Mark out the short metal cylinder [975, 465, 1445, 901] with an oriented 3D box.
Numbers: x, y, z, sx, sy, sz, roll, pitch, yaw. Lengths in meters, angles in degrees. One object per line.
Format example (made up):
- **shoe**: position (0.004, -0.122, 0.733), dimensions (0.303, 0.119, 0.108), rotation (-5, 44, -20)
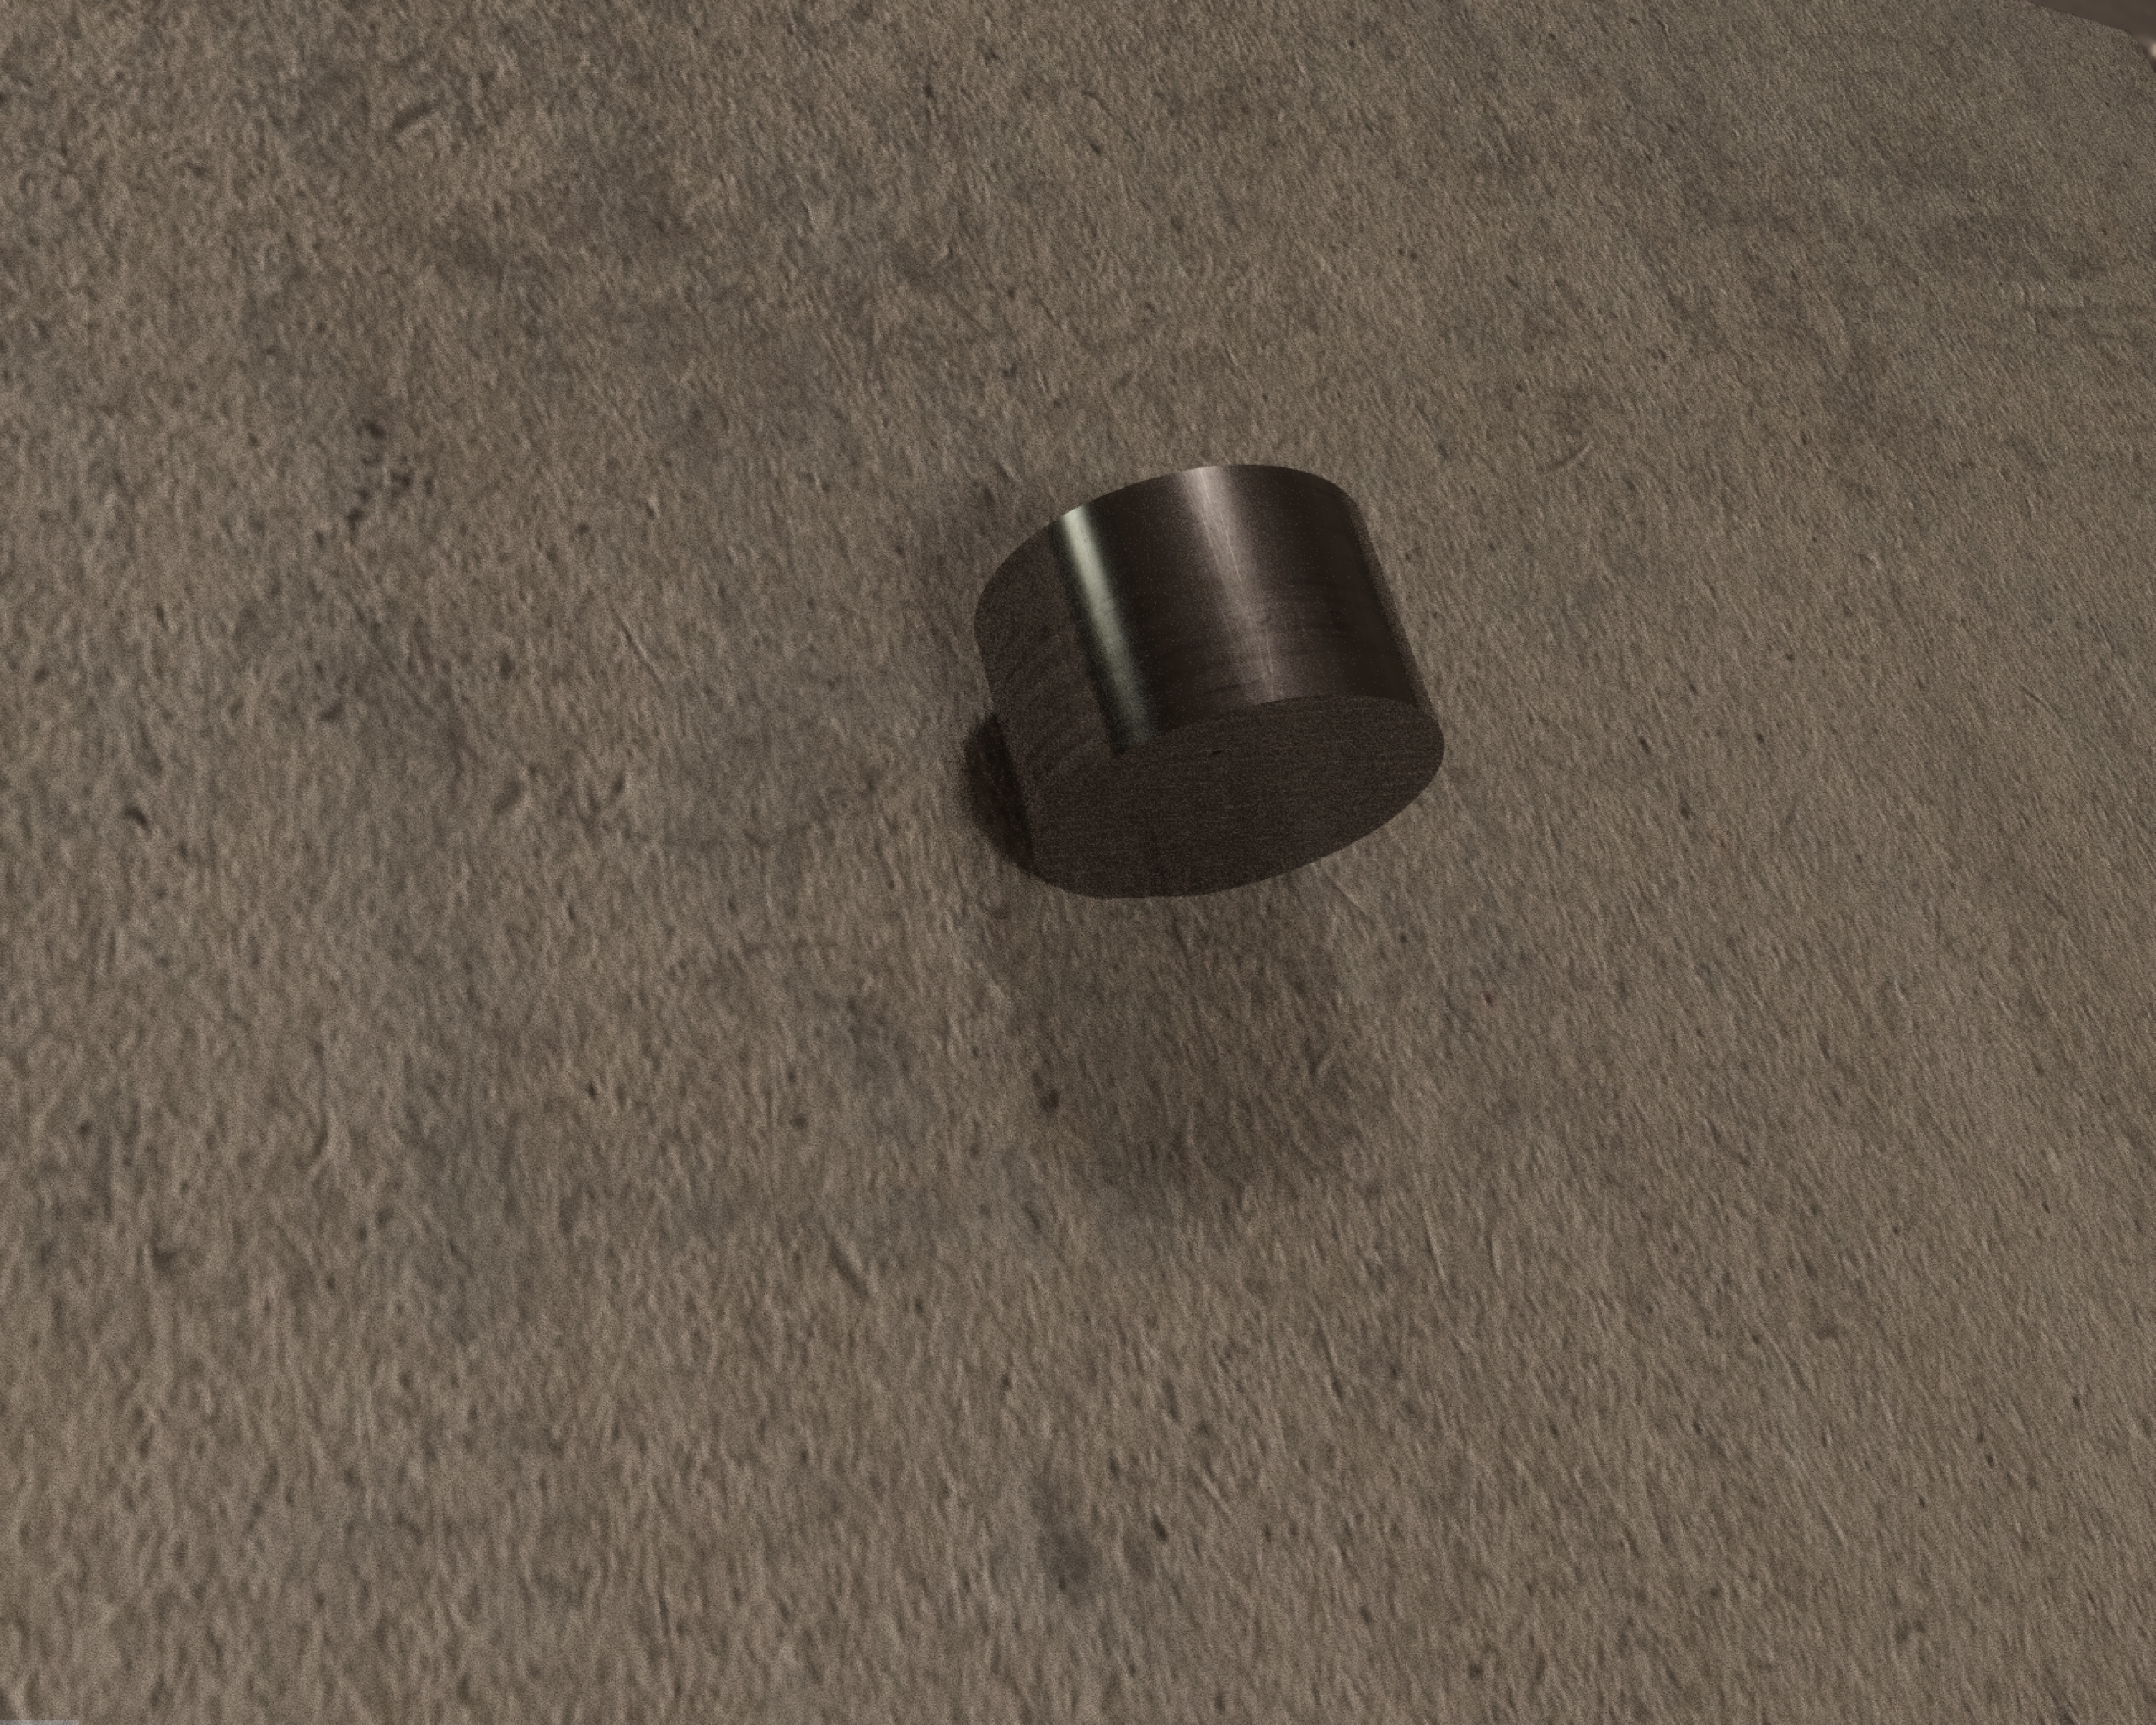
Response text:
- **short metal cylinder**: position (0.025, -0.033, 0.405), dimensions (0.081, 0.080, 0.050), rotation (-1, 63, -29)
